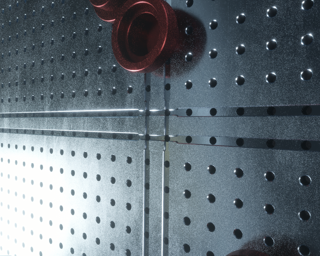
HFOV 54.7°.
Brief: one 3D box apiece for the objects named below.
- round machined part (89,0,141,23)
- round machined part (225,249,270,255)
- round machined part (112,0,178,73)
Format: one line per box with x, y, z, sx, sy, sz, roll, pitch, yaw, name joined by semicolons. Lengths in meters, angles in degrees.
-0.069;-0.206;0.453;0.098;0.042;0.097;0;90;39;round machined part
0.099;0.173;0.315;0.098;0.042;0.097;0;90;39;round machined part
-0.016;-0.121;0.409;0.098;0.042;0.097;0;90;39;round machined part
